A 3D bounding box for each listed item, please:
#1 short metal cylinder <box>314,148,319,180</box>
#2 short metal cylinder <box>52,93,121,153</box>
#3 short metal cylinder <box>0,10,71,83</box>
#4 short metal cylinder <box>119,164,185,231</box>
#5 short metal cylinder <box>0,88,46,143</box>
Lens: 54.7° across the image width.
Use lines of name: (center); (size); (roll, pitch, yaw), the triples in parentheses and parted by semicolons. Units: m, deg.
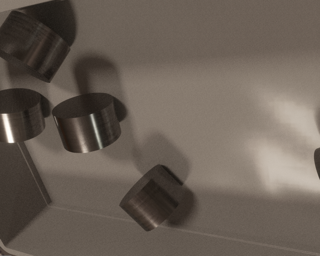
short metal cylinder: (0.196, 0.047, 0.299); (0.050, 0.080, 0.080); (-33, 100, 38)
short metal cylinder: (-0.097, -0.009, 0.417); (0.080, 0.080, 0.050); (5, 120, 25)
short metal cylinder: (-0.161, -0.099, 0.387); (0.080, 0.050, 0.080); (27, 170, 5)
short metal cylinder: (-0.011, 0.097, 0.438); (0.050, 0.080, 0.080); (45, 129, -4)
short metal cylinder: (-0.222, -0.021, 0.474); (0.080, 0.080, 0.050); (17, 125, 18)
